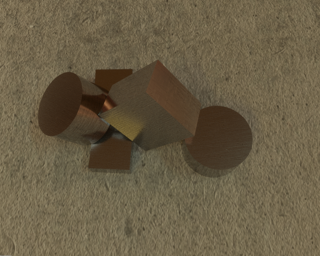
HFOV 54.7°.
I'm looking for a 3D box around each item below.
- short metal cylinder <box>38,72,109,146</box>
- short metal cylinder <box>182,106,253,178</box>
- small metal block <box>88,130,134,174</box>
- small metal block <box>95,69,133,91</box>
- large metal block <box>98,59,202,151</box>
[{"bbox_3d":[-0.104,-0.022,0.384,0.080,0.050,0.080,-13,67,33],"label":"short metal cylinder"},{"bbox_3d":[0.069,0.019,0.390,0.081,0.050,0.080,0,70,0],"label":"short metal cylinder"},{"bbox_3d":[-0.061,0.031,0.397,0.050,0.025,0.050,3,70,0],"label":"small metal block"},{"bbox_3d":[-0.063,-0.053,0.428,0.050,0.025,0.050,-1,70,-1],"label":"small metal block"},{"bbox_3d":[-0.011,-0.022,0.368,0.080,0.080,0.050,41,48,-30],"label":"large metal block"}]
